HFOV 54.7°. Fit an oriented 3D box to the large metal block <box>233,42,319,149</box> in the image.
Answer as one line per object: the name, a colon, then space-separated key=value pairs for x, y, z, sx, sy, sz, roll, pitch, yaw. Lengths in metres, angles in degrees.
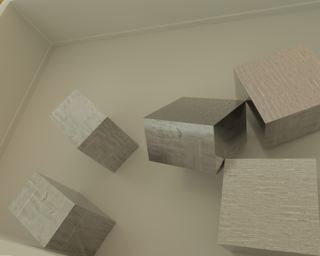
large metal block: x=0.134 y=-0.035 z=0.332 sx=0.080 sy=0.050 sz=0.080 roll=-20 pitch=54 yaw=4

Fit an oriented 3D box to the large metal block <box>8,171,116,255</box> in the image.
large metal block: x=-0.113 y=0.103 z=0.365 sx=0.080 sy=0.080 sz=0.050 roll=25 pitch=75 yaw=36

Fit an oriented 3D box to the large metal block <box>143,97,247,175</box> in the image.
large metal block: x=0.041 y=0.003 z=0.337 sx=0.080 sy=0.050 sz=0.081 roll=7 pitch=25 yaw=34

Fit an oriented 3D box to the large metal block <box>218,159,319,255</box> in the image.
large metal block: x=0.103 y=0.075 z=0.289 sx=0.080 sy=0.050 sz=0.080 roll=-3 pitch=60 yaw=26

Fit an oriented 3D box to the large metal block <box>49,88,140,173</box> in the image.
large metal block: x=-0.086 y=0.004 z=0.411 sx=0.050 sy=0.080 sz=0.080 roll=-48 pitch=52 yaw=-5
